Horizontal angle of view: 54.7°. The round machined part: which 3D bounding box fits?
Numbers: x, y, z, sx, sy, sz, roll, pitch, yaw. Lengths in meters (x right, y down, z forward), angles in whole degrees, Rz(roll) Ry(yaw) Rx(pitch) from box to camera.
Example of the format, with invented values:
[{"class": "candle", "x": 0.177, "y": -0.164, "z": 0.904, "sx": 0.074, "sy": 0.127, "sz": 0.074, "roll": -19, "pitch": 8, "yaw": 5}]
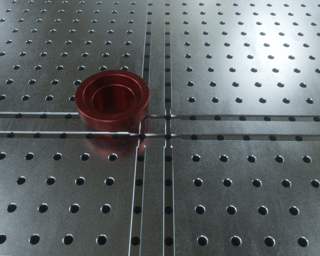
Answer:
[{"class": "round machined part", "x": -0.063, "y": -0.032, "z": 0.423, "sx": 0.099, "sy": 0.042, "sz": 0.098, "roll": 0, "pitch": 50, "yaw": 0}]
